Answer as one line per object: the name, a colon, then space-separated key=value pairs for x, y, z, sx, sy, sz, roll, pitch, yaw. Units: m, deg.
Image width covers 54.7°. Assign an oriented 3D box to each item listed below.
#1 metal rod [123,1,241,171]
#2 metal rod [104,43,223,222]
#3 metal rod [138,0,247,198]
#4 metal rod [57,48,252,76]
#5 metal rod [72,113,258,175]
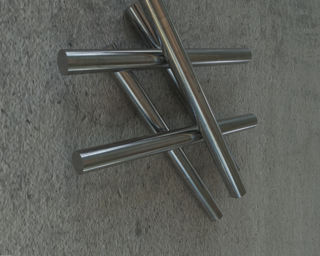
metal rod: x=0.043 y=-0.040 z=0.444 sx=0.025 sy=0.025 sz=0.299 roll=-51 pitch=120 yaw=-28
metal rod: x=0.012 y=0.022 z=0.418 sx=0.025 sy=0.025 sz=0.299 roll=-49 pitch=119 yaw=-29
metal rod: x=0.046 y=-0.032 z=0.382 sx=0.025 sy=0.025 sz=0.299 roll=-42 pitch=116 yaw=-32
metal rod: x=0.020 y=-0.088 z=0.393 sx=0.302 sy=0.025 sz=0.025 roll=-13 pitch=98 yaw=-40
metal rod: x=0.032 y=0.012 z=0.403 sx=0.302 sy=0.025 sz=0.025 roll=-11 pitch=98 yaw=-40
